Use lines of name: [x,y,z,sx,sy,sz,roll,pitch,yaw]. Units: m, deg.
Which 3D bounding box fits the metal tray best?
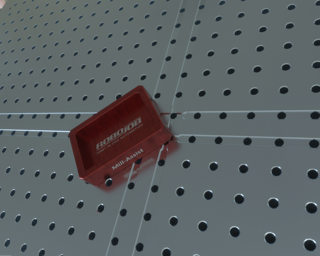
metal tray: [-0.058,0.009,0.430,0.130,0.030,0.090,-32,51,7]
